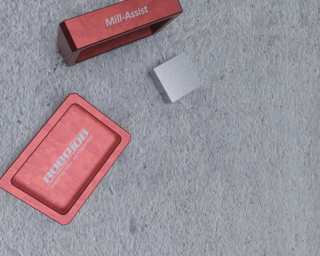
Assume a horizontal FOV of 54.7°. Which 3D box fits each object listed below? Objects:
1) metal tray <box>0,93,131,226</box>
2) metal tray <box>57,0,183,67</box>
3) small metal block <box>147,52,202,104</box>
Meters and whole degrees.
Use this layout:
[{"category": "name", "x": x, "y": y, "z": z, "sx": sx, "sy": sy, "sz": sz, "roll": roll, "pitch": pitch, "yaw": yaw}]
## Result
[{"category": "metal tray", "x": -0.108, "y": 0.035, "z": 0.366, "sx": 0.090, "sy": 0.030, "sz": 0.130, "roll": 39, "pitch": 77, "yaw": -16}, {"category": "metal tray", "x": -0.049, "y": -0.114, "z": 0.356, "sx": 0.131, "sy": 0.090, "sz": 0.030, "roll": -26, "pitch": 99, "yaw": -18}, {"category": "small metal block", "x": 0.020, "y": -0.067, "z": 0.417, "sx": 0.050, "sy": 0.025, "sz": 0.050, "roll": -33, "pitch": 101, "yaw": -17}]
